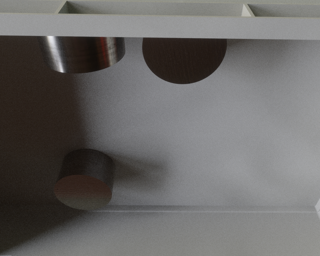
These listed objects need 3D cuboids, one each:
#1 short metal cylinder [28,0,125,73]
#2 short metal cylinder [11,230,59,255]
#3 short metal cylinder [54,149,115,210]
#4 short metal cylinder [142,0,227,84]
[{"bbox_3d":[-0.075,-0.094,0.292,0.080,0.080,0.050,-1,130,0],"label":"short metal cylinder"},{"bbox_3d":[-0.241,0.241,0.598,0.081,0.050,0.079,0,130,0],"label":"short metal cylinder"},{"bbox_3d":[-0.109,0.076,0.457,0.081,0.050,0.079,0,130,0],"label":"short metal cylinder"},{"bbox_3d":[0.023,-0.092,0.315,0.081,0.050,0.079,0,130,0],"label":"short metal cylinder"}]
